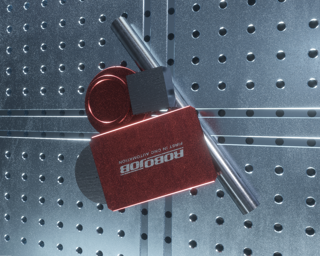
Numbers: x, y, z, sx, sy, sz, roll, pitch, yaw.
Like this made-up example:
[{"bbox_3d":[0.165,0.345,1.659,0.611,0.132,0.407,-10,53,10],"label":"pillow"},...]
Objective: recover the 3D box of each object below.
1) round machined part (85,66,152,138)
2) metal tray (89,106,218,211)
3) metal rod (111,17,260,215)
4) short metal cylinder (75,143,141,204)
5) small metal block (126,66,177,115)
[{"bbox_3d":[-0.061,-0.035,0.420,0.098,0.042,0.097,0,90,21],"label":"round machined part"},{"bbox_3d":[-0.008,0.036,0.368,0.131,0.030,0.090,-18,84,6],"label":"metal tray"},{"bbox_3d":[0.026,-0.024,0.400,0.025,0.025,0.299,-38,78,16],"label":"metal rod"},{"bbox_3d":[-0.066,0.057,0.418,0.080,0.050,0.079,0,90,20],"label":"short metal cylinder"},{"bbox_3d":[-0.010,-0.046,0.387,0.050,0.025,0.050,-11,89,24],"label":"small metal block"}]
